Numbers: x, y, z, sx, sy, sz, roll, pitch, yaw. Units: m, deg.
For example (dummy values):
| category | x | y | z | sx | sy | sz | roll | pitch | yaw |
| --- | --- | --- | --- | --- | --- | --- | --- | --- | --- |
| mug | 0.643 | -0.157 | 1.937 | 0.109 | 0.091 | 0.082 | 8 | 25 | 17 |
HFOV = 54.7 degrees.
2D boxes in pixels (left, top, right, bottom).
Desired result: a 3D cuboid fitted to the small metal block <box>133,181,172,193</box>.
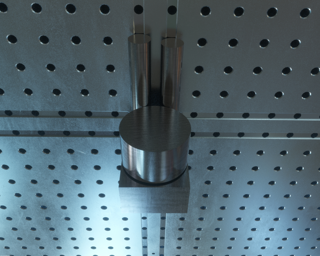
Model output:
| category | x | y | z | sx | sy | sz | roll | pitch | yaw |
| --- | --- | --- | --- | --- | --- | --- | --- | --- | --- |
| small metal block | -0.008 | 0.077 | 0.431 | 0.050 | 0.050 | 0.025 | -32 | 141 | -34 |

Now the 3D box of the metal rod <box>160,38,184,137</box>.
| category | x | y | z | sx | sy | sz | roll | pitch | yaw |
| --- | --- | --- | --- | --- | --- | --- | --- | --- | --- |
| metal rod | 0.011 | 0.021 | 0.431 | 0.025 | 0.025 | 0.298 | 0 | 130 | -1 |

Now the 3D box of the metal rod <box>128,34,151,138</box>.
| category | x | y | z | sx | sy | sz | roll | pitch | yaw |
| --- | --- | --- | --- | --- | --- | --- | --- | --- | --- |
| metal rod | -0.025 | 0.018 | 0.428 | 0.025 | 0.025 | 0.298 | 0 | 130 | -1 |

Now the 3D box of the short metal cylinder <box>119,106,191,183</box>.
| category | x | y | z | sx | sy | sz | roll | pitch | yaw |
| --- | --- | --- | --- | --- | --- | --- | --- | --- | --- |
| short metal cylinder | -0.006 | 0.018 | 0.363 | 0.081 | 0.080 | 0.050 | 1 | 130 | -1 |

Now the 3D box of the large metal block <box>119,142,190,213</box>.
| category | x | y | z | sx | sy | sz | roll | pitch | yaw |
| --- | --- | --- | --- | --- | --- | --- | --- | --- | --- |
| large metal block | -0.007 | 0.060 | 0.394 | 0.081 | 0.080 | 0.050 | 0 | 130 | -1 |
